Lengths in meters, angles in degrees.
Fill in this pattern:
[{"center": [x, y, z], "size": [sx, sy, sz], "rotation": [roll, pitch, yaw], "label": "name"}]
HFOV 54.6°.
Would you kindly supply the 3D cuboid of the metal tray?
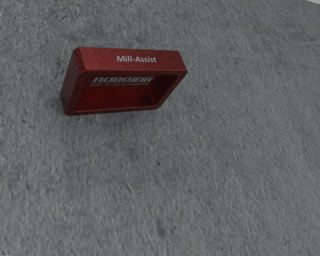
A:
[{"center": [-0.044, -0.054, 0.370], "size": [0.131, 0.090, 0.030], "rotation": [-6, 65, -31], "label": "metal tray"}]
